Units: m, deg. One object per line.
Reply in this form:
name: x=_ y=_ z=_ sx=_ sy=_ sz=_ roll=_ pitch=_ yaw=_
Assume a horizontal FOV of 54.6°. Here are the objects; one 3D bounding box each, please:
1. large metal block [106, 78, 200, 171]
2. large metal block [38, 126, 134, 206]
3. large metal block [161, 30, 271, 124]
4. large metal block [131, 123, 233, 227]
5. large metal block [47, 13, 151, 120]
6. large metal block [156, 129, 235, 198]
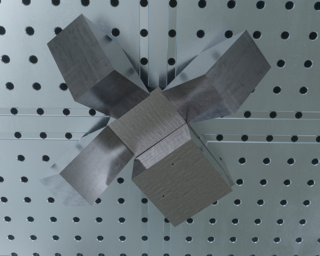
large metal block: x=-0.008 y=-0.004 z=0.398 sx=0.080 sy=0.050 sz=0.080 roll=-36 pitch=106 yaw=12
large metal block: x=-0.093 y=0.049 z=0.385 sx=0.050 sy=0.080 sz=0.080 roll=51 pitch=144 yaw=-15
large metal block: x=0.062 y=-0.054 z=0.348 sx=0.050 sy=0.080 sz=0.080 roll=50 pitch=63 yaw=-16
large metal block: x=0.025 y=0.055 z=0.366 sx=0.080 sy=0.050 sz=0.080 roll=-36 pitch=107 yaw=11
large metal block: x=-0.065 y=-0.064 z=0.344 sx=0.050 sy=0.080 sz=0.080 roll=-36 pitch=67 yaw=12
large metal block: x=0.041 y=0.057 z=0.420 sx=0.080 sy=0.050 sz=0.080 roll=-35 pitch=105 yaw=11
